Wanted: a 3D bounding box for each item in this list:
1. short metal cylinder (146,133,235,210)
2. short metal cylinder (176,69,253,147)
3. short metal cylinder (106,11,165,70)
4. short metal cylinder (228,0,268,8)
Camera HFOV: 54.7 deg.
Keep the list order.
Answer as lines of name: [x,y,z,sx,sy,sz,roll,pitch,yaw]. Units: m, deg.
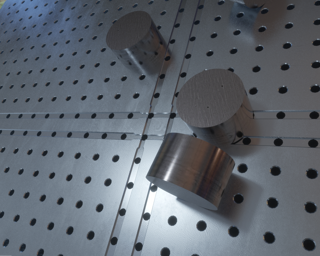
short metal cylinder: [0.032,0.046,0.328,0.080,0.080,0.050,14,69,34]
short metal cylinder: [0.066,-0.024,0.372,0.080,0.050,0.080,-13,56,21]
short metal cylinder: [-0.039,-0.140,0.499,0.080,0.050,0.080,-13,56,21]
short metal cylinder: [0.126,-0.218,0.440,0.080,0.080,0.050,-45,51,-3]
